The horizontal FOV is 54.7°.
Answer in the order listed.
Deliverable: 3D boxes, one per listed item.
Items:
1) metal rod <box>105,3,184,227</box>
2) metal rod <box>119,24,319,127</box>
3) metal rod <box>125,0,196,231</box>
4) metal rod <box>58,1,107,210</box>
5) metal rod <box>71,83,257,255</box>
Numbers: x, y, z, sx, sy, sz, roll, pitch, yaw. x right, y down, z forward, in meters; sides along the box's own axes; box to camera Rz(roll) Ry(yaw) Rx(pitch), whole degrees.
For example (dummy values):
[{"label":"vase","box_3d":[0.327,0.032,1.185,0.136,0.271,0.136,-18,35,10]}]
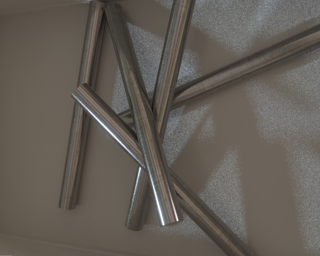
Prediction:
[{"label":"metal rod","box_3d":[-0.026,-0.034,0.376,0.025,0.025,0.299,-24,66,18]},{"label":"metal rod","box_3d":[0.079,-0.062,0.382,0.300,0.025,0.025,-22,83,18]},{"label":"metal rod","box_3d":[-0.003,-0.007,0.388,0.025,0.025,0.298,18,105,19]},{"label":"metal rod","box_3d":[-0.112,-0.030,0.450,0.025,0.025,0.298,11,94,19]},{"label":"metal rod","box_3d":[0.008,0.061,0.372,0.300,0.025,0.025,45,105,0]}]
